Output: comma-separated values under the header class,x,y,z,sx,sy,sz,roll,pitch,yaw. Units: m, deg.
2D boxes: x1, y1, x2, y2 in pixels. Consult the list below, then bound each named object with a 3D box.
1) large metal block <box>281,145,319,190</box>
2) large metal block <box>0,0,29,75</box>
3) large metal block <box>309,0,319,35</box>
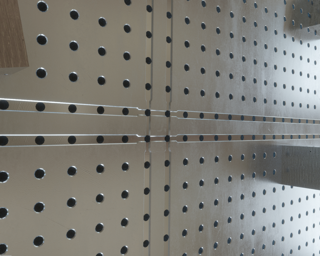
class,x,y,z,sx,sy,sz,roll,pitch,yaw
large metal block,0.293,0.076,0.617,0.050,0.080,0.080,1,89,-40
large metal block,-0.164,-0.085,0.255,0.081,0.050,0.080,-13,98,-39
large metal block,0.391,-0.264,0.717,0.081,0.050,0.080,13,82,-39
